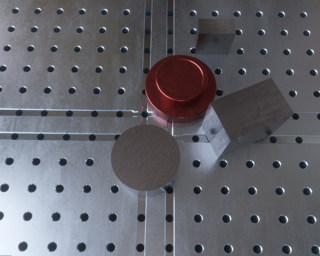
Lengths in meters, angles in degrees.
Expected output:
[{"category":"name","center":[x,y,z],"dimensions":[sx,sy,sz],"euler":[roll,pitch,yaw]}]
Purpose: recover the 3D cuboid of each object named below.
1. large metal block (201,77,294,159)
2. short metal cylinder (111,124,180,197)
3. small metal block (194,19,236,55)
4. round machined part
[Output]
[{"category":"large metal block","center":[0.104,-0.009,0.386],"dimensions":[0.080,0.080,0.050],"euler":[-22,72,-8]},{"category":"short metal cylinder","center":[-0.017,0.041,0.383],"dimensions":[0.081,0.050,0.080],"euler":[0,70,0]},{"category":"small metal block","center":[0.078,-0.131,0.447],"dimensions":[0.050,0.050,0.025],"euler":[0,70,0]},{"category":"round machined part","center":[0.028,-0.059,0.424],"dimensions":[0.099,0.042,0.098],"euler":[0,70,0]}]
